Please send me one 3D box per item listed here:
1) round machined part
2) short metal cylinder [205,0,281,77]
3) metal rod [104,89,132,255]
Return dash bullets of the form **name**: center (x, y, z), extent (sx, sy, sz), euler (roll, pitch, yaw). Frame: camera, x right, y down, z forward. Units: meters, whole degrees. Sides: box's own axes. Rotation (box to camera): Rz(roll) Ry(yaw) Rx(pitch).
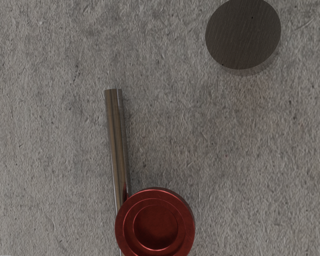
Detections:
- **round machined part**: center (-0.004, 0.124, 0.394), extent (0.099, 0.042, 0.097), euler (0, 88, 8)
- **short metal cylinder**: center (0.098, -0.104, 0.361), extent (0.080, 0.050, 0.079), euler (0, 90, 19)
- **metal rod**: center (-0.051, 0.096, 0.425), extent (0.025, 0.025, 0.298), euler (-6, 88, 19)
